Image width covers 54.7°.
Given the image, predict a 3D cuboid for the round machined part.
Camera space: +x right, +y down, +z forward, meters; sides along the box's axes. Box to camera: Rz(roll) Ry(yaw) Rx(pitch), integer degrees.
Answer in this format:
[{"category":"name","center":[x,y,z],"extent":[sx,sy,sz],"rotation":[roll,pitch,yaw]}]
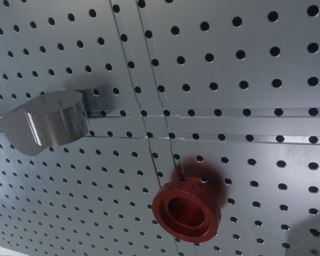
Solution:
[{"category":"round machined part","center":[0.041,0.115,0.450],"extent":[0.098,0.042,0.097],"rotation":[13,124,21]}]

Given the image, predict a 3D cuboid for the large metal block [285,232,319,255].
[{"category":"large metal block","center":[0.218,0.181,0.392],"extent":[0.080,0.050,0.080],"rotation":[41,129,0]}]

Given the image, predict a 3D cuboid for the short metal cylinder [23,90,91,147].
[{"category":"short metal cylinder","center":[-0.145,-0.016,0.442],"extent":[0.080,0.080,0.050],"rotation":[7,122,24]}]

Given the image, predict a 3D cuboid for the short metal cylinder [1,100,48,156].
[{"category":"short metal cylinder","center":[-0.206,-0.001,0.503],"extent":[0.080,0.050,0.079],"rotation":[13,124,21]}]
